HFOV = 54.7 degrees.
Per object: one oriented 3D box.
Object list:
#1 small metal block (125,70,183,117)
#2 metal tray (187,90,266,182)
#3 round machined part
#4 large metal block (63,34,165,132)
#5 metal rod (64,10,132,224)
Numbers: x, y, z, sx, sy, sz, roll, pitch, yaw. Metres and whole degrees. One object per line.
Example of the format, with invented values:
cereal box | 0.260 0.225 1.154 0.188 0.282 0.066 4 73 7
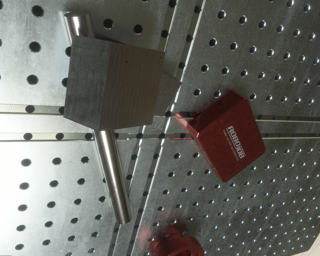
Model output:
small metal block | -0.009 -0.047 0.378 0.050 0.025 0.050 20 108 -36
metal tray | 0.107 0.017 0.479 0.090 0.030 0.130 -37 130 -4
round machined part | 0.028 0.232 0.561 0.099 0.042 0.097 -14 125 -21
large metal block | -0.045 -0.045 0.315 0.081 0.050 0.079 -9 113 -54
metal rod | -0.067 0.012 0.383 0.025 0.025 0.298 -19 126 -18
